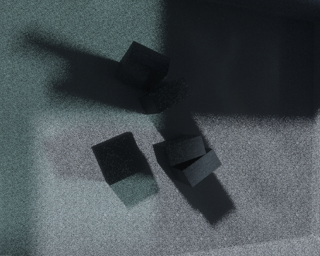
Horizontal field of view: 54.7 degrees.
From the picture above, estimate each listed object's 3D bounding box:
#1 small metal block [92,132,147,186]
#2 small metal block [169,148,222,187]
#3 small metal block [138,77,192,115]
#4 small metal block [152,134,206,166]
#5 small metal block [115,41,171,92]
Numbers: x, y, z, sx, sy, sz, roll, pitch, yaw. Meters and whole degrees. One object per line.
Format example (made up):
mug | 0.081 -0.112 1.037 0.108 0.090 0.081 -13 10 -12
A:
small metal block | -0.052 0.037 0.392 0.050 0.025 0.050 -24 98 -19
small metal block | 0.046 0.050 0.416 0.050 0.050 0.025 -34 102 -17
small metal block | 0.005 -0.040 0.400 0.050 0.050 0.025 -30 101 -18
small metal block | 0.024 0.028 0.407 0.050 0.050 0.025 -17 96 -19
small metal block | -0.022 -0.075 0.387 0.050 0.050 0.025 22 62 -19
